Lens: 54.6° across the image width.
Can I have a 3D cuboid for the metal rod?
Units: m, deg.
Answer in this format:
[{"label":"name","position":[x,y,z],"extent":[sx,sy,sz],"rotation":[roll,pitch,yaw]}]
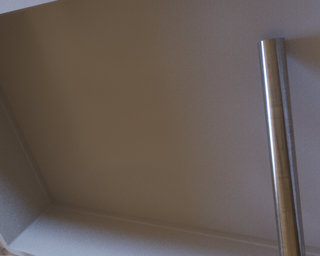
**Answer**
[{"label":"metal rod","position":[0.127,0.063,0.312],"extent":[0.025,0.025,0.298],"rotation":[-5,94,30]}]
